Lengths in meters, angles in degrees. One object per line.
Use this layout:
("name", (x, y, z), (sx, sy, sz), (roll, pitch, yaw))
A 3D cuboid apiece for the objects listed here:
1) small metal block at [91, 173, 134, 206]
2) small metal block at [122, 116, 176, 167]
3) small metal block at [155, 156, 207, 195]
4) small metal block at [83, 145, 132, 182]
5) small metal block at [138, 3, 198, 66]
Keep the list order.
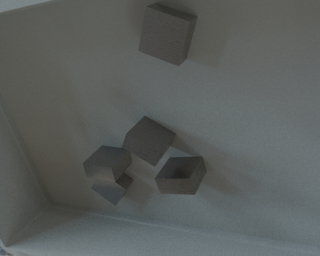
("small metal block", (-0.078, 0.092, 0.504), (0.050, 0.025, 0.050), (35, 129, 4))
("small metal block", (-0.014, 0.016, 0.408), (0.050, 0.050, 0.025), (30, 128, 9))
("small metal block", (0.029, 0.063, 0.415), (0.050, 0.050, 0.025), (-5, 116, 30))
("small metal block", (-0.077, 0.052, 0.464), (0.050, 0.050, 0.025), (5, 121, 25))
("small metal block", (0.008, -0.103, 0.340), (0.050, 0.025, 0.050), (24, 127, 13))
